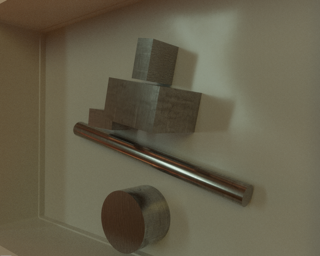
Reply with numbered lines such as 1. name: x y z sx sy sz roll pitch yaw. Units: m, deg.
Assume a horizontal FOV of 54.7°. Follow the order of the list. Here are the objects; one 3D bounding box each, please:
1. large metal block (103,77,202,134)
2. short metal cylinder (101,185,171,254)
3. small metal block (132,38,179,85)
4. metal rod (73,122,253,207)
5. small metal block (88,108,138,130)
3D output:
1. large metal block: -0.009 -0.027 0.376 0.080 0.081 0.050 16 101 38
2. short metal cylinder: -0.033 0.120 0.416 0.080 0.050 0.079 0 90 39
3. small metal block: -0.005 -0.083 0.393 0.025 0.050 0.050 17 101 38
4. metal rod: -0.020 0.037 0.421 0.300 0.025 0.025 17 101 38
5. small metal block: -0.066 -0.013 0.442 0.050 0.050 0.025 9 96 39
